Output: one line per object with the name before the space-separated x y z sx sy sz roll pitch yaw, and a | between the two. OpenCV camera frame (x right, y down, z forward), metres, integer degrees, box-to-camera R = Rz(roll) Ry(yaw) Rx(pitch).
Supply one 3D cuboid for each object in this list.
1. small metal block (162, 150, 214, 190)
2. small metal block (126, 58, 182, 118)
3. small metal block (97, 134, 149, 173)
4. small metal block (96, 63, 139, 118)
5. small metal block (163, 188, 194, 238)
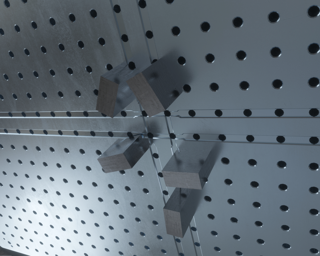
small metal block | 0.038 0.054 0.409 0.050 0.050 0.025 -1 118 28
small metal block | -0.006 -0.048 0.369 0.025 0.050 0.050 -23 106 36
small metal block | -0.053 0.037 0.447 0.050 0.050 0.025 -15 111 34
small metal block | -0.054 -0.048 0.394 0.025 0.050 0.050 26 128 12
small metal block | 0.029 0.123 0.456 0.025 0.050 0.050 7 122 25
